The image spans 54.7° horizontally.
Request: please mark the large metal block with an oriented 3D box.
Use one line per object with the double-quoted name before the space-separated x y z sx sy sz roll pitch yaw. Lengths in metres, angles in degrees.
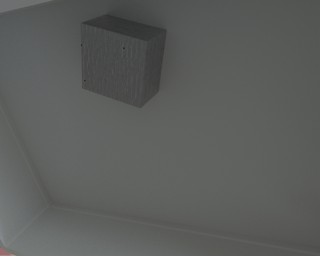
"large metal block" -0.044 -0.080 0.365 0.080 0.050 0.079 20 126 16
